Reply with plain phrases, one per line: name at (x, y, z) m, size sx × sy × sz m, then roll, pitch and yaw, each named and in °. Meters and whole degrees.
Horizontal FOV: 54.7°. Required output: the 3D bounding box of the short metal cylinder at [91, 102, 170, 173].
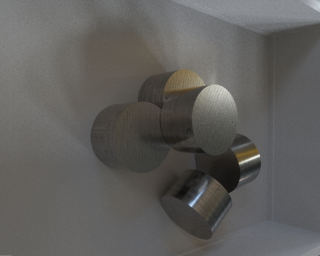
short metal cylinder at (-0.033, 0.010, 0.364) m, size 0.081 × 0.050 × 0.079 m, roll 0°, pitch 91°, yaw -40°

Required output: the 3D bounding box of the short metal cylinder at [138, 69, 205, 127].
short metal cylinder at (0.018, -0.034, 0.408) m, size 0.081 × 0.050 × 0.079 m, roll 0°, pitch 90°, yaw -40°

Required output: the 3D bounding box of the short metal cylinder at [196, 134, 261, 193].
short metal cylinder at (0.099, 0.051, 0.457) m, size 0.050 × 0.080 × 0.079 m, roll -13°, pitch 98°, yaw -40°

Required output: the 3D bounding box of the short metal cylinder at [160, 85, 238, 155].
short metal cylinder at (0.047, -0.009, 0.367) m, size 0.081 × 0.050 × 0.079 m, roll 0°, pitch 90°, yaw -41°

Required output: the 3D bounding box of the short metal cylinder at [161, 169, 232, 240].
short metal cylinder at (0.048, 0.101, 0.414) m, size 0.050 × 0.080 × 0.080 m, roll -45°, pitch 118°, yaw -31°
